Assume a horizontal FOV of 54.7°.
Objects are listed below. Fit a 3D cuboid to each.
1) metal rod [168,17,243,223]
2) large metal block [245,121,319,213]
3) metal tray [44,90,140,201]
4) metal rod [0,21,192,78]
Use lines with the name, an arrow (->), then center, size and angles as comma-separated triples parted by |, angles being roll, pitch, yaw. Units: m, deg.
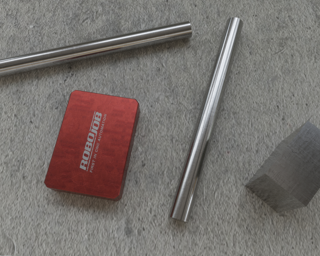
metal rod -> 0.067, -0.024, 0.417 | 0.025, 0.025, 0.299 | 17, 71, 6
large metal block -> 0.155, 0.049, 0.363 | 0.050, 0.080, 0.080 | 41, 75, 13
metal tray -> -0.082, 0.021, 0.397 | 0.091, 0.030, 0.130 | 9, 70, 3
metal rod -> -0.102, -0.113, 0.447 | 0.302, 0.025, 0.025 | -13, 71, -6
